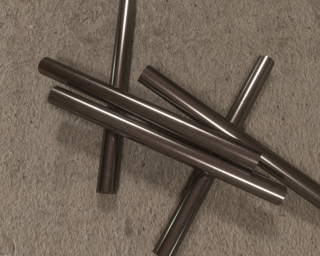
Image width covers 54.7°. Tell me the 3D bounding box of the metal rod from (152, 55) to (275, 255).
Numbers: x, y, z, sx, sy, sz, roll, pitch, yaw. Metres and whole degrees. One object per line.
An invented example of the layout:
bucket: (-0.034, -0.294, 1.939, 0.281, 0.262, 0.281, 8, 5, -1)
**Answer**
metal rod: (0.077, 0.026, 0.399, 0.025, 0.025, 0.300, 29, 72, 9)

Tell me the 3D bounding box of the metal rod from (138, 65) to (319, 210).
metal rod: (0.102, 0.019, 0.378, 0.301, 0.025, 0.025, 35, 74, 2)

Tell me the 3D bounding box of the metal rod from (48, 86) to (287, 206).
metal rod: (0.002, 0.017, 0.374, 0.301, 0.025, 0.025, 24, 72, 8)

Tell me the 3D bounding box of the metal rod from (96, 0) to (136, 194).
metal rod: (-0.057, -0.061, 0.429, 0.025, 0.025, 0.299, 3, 70, 1)

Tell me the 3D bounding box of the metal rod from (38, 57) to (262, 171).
metal rod: (-0.023, -0.023, 0.384, 0.301, 0.025, 0.025, 25, 72, 13)
